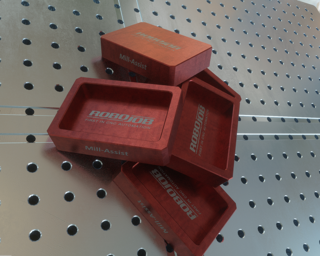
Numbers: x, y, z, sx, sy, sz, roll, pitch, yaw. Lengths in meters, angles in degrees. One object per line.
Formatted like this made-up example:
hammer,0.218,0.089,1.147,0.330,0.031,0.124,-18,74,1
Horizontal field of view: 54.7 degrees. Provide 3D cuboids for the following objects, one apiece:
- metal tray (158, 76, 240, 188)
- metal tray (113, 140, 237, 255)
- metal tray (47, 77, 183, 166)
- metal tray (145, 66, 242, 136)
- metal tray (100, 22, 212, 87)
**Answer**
metal tray,0.052,0.000,0.396,0.090,0.030,0.130,26,52,-13
metal tray,0.020,0.077,0.370,0.130,0.030,0.091,48,51,5
metal tray,-0.046,-0.011,0.349,0.131,0.030,0.090,7,53,11
metal tray,0.052,-0.055,0.468,0.130,0.030,0.090,40,51,-2
metal tray,-0.006,-0.106,0.429,0.130,0.030,0.091,29,44,29
